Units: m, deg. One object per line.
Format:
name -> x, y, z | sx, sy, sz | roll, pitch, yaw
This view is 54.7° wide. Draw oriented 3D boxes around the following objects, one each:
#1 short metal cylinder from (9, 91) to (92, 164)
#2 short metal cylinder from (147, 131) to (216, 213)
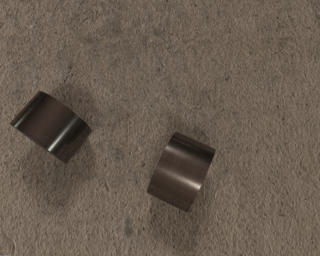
short metal cylinder -> -0.131, 0.000, 0.377 | 0.080, 0.080, 0.050 | 32, 73, 10
short metal cylinder -> 0.025, 0.050, 0.361 | 0.050, 0.080, 0.080 | 25, 72, 8
